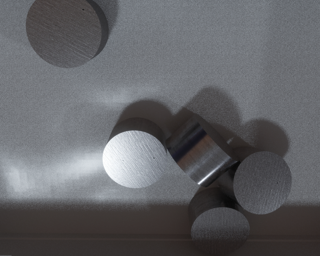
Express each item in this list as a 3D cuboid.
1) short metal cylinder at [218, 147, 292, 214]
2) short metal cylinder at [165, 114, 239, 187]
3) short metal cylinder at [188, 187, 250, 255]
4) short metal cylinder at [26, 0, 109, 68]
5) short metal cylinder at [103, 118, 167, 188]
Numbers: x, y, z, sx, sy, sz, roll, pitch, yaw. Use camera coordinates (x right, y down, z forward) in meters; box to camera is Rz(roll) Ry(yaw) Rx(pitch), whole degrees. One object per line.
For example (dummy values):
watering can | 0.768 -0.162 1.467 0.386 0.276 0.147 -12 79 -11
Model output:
short metal cylinder | 0.123 0.067 0.410 0.081 0.050 0.079 -1 93 -12
short metal cylinder | 0.053 0.028 0.392 0.080 0.080 0.050 43 105 -14
short metal cylinder | 0.083 0.134 0.448 0.081 0.050 0.079 0 110 0
short metal cylinder | -0.103 -0.113 0.355 0.081 0.050 0.079 0 110 0
short metal cylinder | -0.031 0.032 0.409 0.081 0.050 0.079 0 110 0
